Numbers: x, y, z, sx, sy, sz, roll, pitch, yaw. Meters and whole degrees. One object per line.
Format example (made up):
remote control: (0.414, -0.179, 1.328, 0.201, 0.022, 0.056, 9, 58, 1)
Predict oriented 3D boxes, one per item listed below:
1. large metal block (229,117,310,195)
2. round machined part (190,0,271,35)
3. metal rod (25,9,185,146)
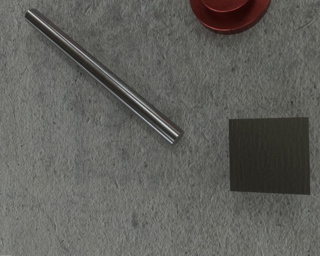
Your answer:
large metal block: (0.123, 0.029, 0.352, 0.080, 0.050, 0.080, -1, 90, 20)
round machined part: (0.083, -0.166, 0.371, 0.098, 0.042, 0.097, 0, 90, 20)
metal rod: (-0.087, -0.080, 0.439, 0.300, 0.025, 0.025, 40, 103, 15)
